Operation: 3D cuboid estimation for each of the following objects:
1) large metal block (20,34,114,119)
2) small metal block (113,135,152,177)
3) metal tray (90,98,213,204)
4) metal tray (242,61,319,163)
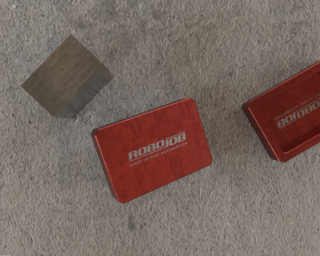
[{"bbox_3d":[-0.108,-0.058,0.381,0.050,0.080,0.080,44,90,-1],"label":"large metal block"},{"bbox_3d":[-0.034,0.033,0.394,0.025,0.050,0.050,2,90,29],"label":"small metal block"},{"bbox_3d":[-0.007,0.024,0.380,0.131,0.030,0.089,-20,98,-21],"label":"metal tray"},{"bbox_3d":[0.189,-0.024,0.409,0.130,0.030,0.090,-30,90,-1],"label":"metal tray"}]
